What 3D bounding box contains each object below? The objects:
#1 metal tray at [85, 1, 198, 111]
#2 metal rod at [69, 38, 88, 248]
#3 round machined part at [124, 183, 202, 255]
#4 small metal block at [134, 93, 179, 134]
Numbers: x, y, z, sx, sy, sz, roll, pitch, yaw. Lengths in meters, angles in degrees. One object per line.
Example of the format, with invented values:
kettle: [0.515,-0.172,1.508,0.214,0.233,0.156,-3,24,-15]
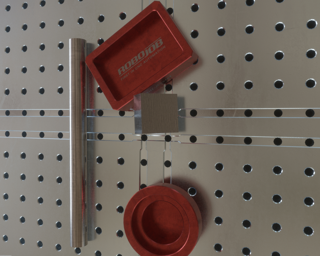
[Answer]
metal tray: [-0.027,-0.093,0.418,0.130,0.030,0.090,-34,79,16]
metal rod: [-0.119,0.021,0.453,0.025,0.025,0.298,0,90,19]
round machined part: [0.006,0.120,0.401,0.098,0.042,0.097,0,90,19]
small metal block: [-0.005,-0.018,0.399,0.050,0.025,0.050,-2,90,-25]
